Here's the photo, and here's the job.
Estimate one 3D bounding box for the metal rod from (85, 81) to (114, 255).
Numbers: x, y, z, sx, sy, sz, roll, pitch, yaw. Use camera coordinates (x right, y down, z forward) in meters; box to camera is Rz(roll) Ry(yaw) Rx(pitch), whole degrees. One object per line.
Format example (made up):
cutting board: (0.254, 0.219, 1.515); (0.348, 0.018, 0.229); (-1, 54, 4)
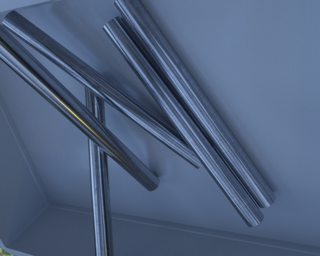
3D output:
metal rod: (-0.081, 0.085, 0.422); (0.025, 0.025, 0.298); (-2, 92, 29)

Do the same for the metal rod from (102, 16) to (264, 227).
metal rod: (0.032, -0.003, 0.377); (0.025, 0.025, 0.299); (-32, 97, 38)

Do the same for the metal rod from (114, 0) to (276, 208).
metal rod: (0.048, -0.025, 0.367); (0.025, 0.025, 0.299); (-29, 103, 37)

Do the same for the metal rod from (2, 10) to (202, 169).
metal rod: (-0.065, -0.046, 0.394); (0.301, 0.025, 0.025); (37, 129, -4)

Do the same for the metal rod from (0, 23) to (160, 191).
metal rod: (-0.088, -0.006, 0.376); (0.025, 0.025, 0.300); (-11, 136, 33)
